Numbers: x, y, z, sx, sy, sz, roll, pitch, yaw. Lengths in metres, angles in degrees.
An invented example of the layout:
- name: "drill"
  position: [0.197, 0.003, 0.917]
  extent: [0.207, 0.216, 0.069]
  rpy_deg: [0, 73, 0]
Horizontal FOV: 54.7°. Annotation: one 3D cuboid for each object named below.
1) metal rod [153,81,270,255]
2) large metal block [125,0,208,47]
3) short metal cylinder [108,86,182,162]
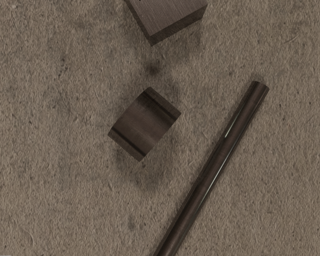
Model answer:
- name: "metal rod"
  position: [0.060, 0.073, 0.410]
  extent: [0.025, 0.025, 0.299]
  rpy_deg: [30, 90, -1]
- name: "large metal block"
  position: [0.003, -0.165, 0.397]
  extent: [0.080, 0.050, 0.080]
  rpy_deg: [-30, 90, 0]
- name: "short metal cylinder"
  position: [-0.019, -0.005, 0.382]
  extent: [0.050, 0.080, 0.080]
  rpy_deg: [41, 90, -1]
